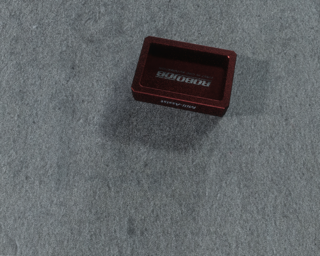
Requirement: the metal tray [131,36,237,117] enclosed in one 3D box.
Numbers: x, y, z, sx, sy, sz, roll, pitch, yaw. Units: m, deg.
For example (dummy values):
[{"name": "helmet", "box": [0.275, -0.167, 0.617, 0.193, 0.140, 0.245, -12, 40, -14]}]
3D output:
[{"name": "metal tray", "box": [0.034, -0.073, 0.432, 0.131, 0.030, 0.090, 11, 70, 4]}]
